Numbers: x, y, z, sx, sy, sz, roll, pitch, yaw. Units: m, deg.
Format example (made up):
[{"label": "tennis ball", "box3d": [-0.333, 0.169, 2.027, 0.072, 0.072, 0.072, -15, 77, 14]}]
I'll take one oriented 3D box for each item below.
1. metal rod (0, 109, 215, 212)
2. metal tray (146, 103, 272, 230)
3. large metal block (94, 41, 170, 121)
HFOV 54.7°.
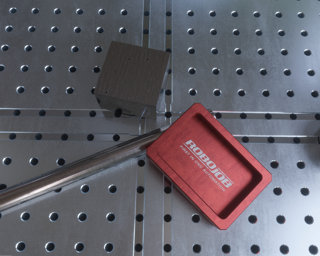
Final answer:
[{"label": "metal rod", "box3d": [-0.068, 0.040, 0.396, 0.302, 0.025, 0.025, -21, 72, -8]}, {"label": "metal tray", "box3d": [0.057, 0.045, 0.377, 0.090, 0.030, 0.130, -44, 87, -10]}, {"label": "large metal block", "box3d": [-0.035, -0.064, 0.421, 0.080, 0.050, 0.080, 13, 70, 4]}]
